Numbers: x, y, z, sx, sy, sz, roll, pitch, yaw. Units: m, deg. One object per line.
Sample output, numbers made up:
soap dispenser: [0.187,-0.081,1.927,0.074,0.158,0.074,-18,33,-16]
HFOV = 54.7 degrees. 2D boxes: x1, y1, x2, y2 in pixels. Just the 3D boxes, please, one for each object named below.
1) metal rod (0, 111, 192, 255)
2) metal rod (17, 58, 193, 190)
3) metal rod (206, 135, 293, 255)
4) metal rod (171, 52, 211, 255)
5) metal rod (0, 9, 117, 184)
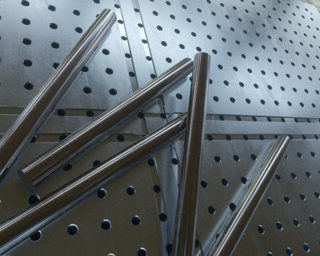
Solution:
metal rod: [-0.045,0.041,0.360,0.302,0.025,0.025,-31,79,-38]
metal rod: [-0.043,-0.025,0.401,0.025,0.025,0.302,47,51,4]
metal rod: [0.119,0.101,0.412,0.025,0.025,0.302,45,51,3]
metal rod: [0.042,0.029,0.390,0.025,0.025,0.299,19,62,-18]
metal rod: [-0.121,-0.059,0.379,0.025,0.025,0.300,29,52,-10]
